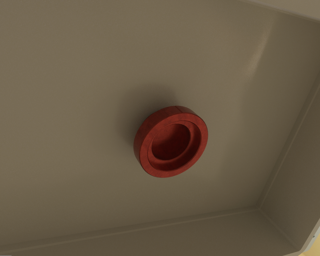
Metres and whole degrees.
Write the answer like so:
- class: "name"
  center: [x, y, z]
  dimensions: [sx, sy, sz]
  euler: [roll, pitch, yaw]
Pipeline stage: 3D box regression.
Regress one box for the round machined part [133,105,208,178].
- class: "round machined part"
  center: [0.011, 0.014, 0.409]
  dimensions: [0.099, 0.042, 0.097]
  euler: [-14, 125, -21]
